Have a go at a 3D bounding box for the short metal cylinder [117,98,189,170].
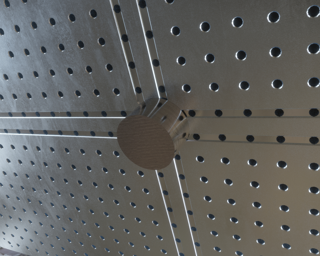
[{"bbox_3d":[-0.008,0.008,0.405,0.080,0.050,0.080,13,124,21],"label":"short metal cylinder"}]
